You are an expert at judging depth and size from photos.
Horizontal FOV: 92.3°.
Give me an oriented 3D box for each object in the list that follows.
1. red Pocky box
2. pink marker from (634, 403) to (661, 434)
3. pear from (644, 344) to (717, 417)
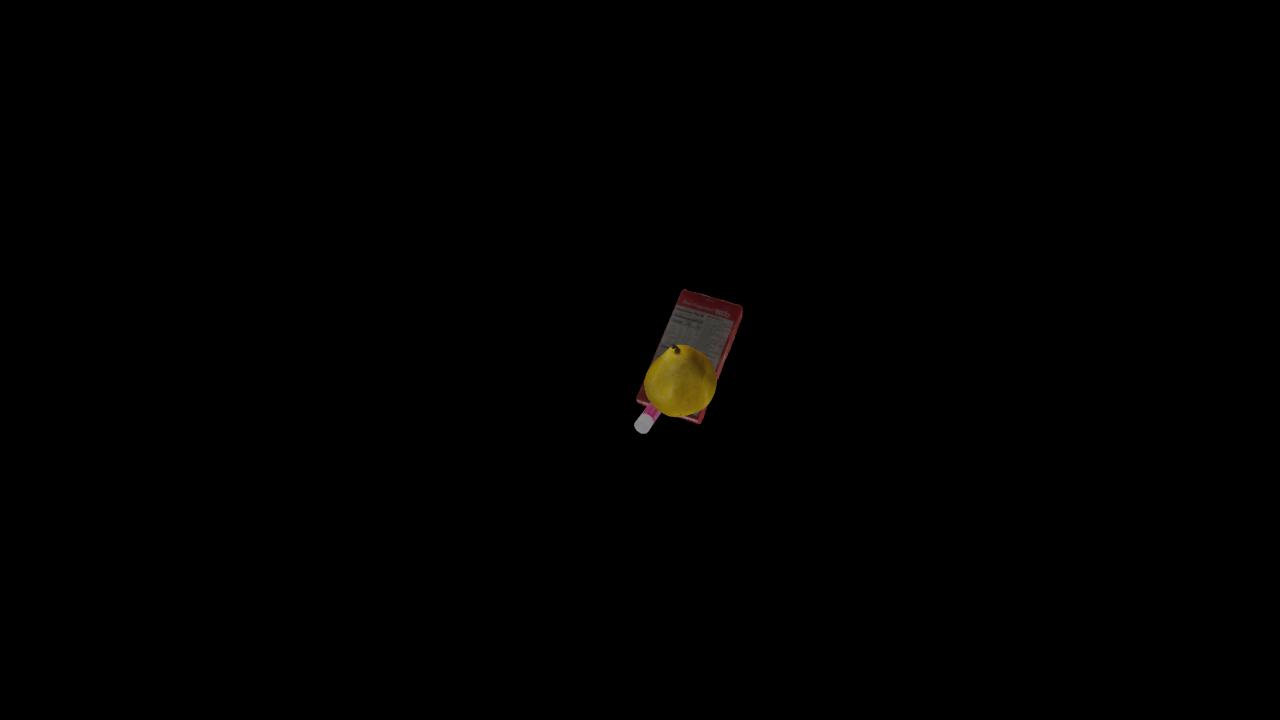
[{"bbox_3d":[0.062,-0.005,0.750,0.083,0.155,0.028,18,-16,19],"label":"red Pocky box"},{"bbox_3d":[0.028,0.046,0.743,0.020,0.020,0.121,0,31,31],"label":"pink marker"},{"bbox_3d":[0.045,0.009,0.657,0.080,0.080,0.111,0,-39,-4],"label":"pear"}]
